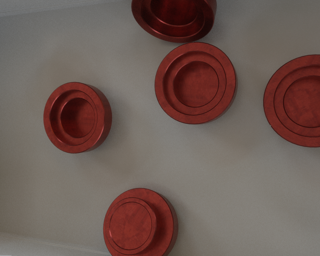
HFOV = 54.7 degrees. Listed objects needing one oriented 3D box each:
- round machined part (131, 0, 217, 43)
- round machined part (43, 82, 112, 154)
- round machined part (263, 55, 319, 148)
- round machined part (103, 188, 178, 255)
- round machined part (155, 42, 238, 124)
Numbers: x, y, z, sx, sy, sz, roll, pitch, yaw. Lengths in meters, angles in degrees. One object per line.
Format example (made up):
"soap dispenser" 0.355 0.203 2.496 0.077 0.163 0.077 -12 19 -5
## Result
"round machined part" 0.019 -0.149 0.369 0.098 0.098 0.042 6 69 19
"round machined part" -0.111 -0.014 0.439 0.098 0.042 0.097 0 90 19
"round machined part" 0.166 -0.028 0.343 0.098 0.042 0.097 0 90 19
"round machined part" -0.029 0.125 0.395 0.098 0.042 0.098 -7 68 18
"round machined part" 0.047 -0.053 0.385 0.098 0.042 0.097 0 90 19
